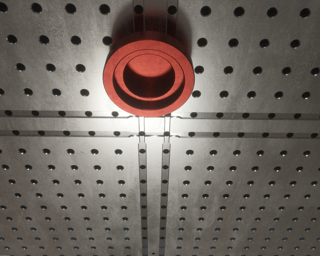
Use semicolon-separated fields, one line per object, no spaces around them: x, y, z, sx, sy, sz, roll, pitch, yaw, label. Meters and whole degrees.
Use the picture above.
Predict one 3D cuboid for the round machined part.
-0.012;-0.063;0.347;0.099;0.042;0.097;-1;130;0;round machined part
